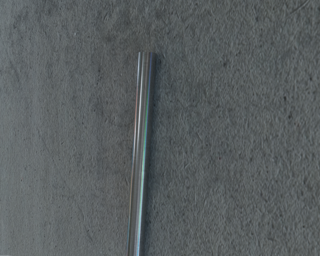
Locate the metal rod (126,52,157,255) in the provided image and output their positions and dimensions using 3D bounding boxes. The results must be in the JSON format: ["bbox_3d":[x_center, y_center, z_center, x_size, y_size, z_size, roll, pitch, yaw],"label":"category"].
[{"bbox_3d":[-0.027,0.048,0.427,0.025,0.025,0.298,6,94,40],"label":"metal rod"}]
